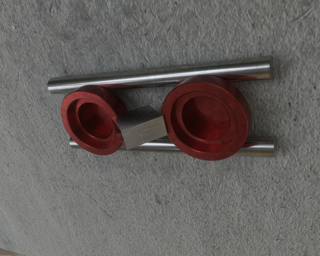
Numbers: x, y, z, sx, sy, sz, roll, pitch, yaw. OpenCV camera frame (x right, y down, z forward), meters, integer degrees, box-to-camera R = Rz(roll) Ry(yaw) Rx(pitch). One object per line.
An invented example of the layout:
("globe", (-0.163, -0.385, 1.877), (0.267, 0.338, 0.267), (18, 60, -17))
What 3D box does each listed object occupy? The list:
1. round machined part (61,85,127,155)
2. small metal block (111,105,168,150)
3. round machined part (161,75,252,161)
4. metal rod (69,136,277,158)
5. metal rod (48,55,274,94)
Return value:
("round machined part", (-0.083, -0.014, 0.427), (0.098, 0.042, 0.097), (13, 124, 21))
("small metal block", (-0.026, -0.002, 0.370), (0.050, 0.050, 0.025), (-138, 31, -61))
("round machined part", (0.054, -0.014, 0.353), (0.098, 0.042, 0.097), (13, 124, 21))
("metal rod", (-0.002, 0.021, 0.422), (0.300, 0.025, 0.025), (0, 119, 28))
("metal rod", (-0.021, -0.061, 0.381), (0.300, 0.025, 0.025), (0, 119, 28))
